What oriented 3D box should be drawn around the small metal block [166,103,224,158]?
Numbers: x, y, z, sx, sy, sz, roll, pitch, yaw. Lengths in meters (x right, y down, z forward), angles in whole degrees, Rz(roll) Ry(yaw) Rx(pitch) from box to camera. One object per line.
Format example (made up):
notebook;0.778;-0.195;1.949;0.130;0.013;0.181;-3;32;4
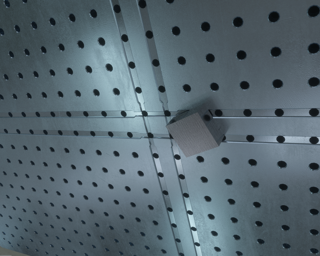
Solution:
small metal block;0.044;0.004;0.391;0.050;0.025;0.050;-24;106;36
